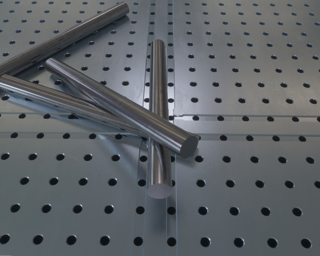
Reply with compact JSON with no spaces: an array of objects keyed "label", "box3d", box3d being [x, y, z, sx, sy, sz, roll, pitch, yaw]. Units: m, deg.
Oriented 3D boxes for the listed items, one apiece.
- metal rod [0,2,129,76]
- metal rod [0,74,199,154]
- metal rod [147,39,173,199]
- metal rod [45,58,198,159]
[{"label":"metal rod","box3d":[-0.170,-0.149,0.531,0.025,0.025,0.301,35,58,26]},{"label":"metal rod","box3d":[-0.093,-0.024,0.427,0.301,0.025,0.025,18,52,14]},{"label":"metal rod","box3d":[-0.002,-0.039,0.413,0.025,0.025,0.300,0,42,0]},{"label":"metal rod","box3d":[-0.071,-0.040,0.396,0.025,0.025,0.300,-36,45,-26]}]
